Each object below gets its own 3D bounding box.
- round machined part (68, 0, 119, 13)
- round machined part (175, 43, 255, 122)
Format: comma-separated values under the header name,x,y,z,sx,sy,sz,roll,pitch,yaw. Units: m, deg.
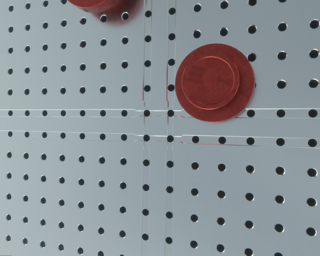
name,x,y,z,sx,sy,sz,roll,pitch,yaw
round machined part,-0.087,-0.210,0.435,0.098,0.042,0.097,0,90,20
round machined part,0.065,-0.056,0.381,0.098,0.042,0.097,0,90,20
